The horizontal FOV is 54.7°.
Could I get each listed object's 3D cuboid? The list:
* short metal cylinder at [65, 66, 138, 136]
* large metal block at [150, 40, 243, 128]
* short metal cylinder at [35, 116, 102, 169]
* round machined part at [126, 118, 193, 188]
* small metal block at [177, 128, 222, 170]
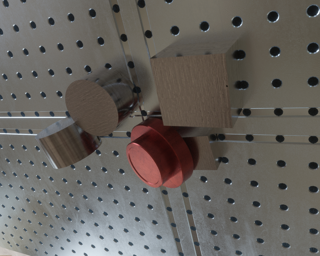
[{"bbox_3d":[-0.077,-0.036,0.414,0.080,0.050,0.079,13,124,21],"label":"short metal cylinder"},{"bbox_3d":[0.043,-0.048,0.343,0.080,0.050,0.079,2,120,27],"label":"large metal block"},{"bbox_3d":[-0.133,0.016,0.456,0.080,0.080,0.050,-12,112,33],"label":"short metal cylinder"},{"bbox_3d":[-0.007,0.039,0.407,0.098,0.042,0.097,33,141,32],"label":"round machined part"},{"bbox_3d":[0.048,0.027,0.403,0.050,0.025,0.050,-5,116,30],"label":"small metal block"}]
